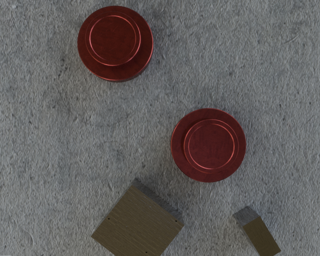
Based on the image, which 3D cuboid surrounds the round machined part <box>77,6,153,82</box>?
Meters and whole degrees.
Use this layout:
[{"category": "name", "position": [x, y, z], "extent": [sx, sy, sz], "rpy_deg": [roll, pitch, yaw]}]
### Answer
[{"category": "round machined part", "position": [-0.058, -0.110, 0.401], "extent": [0.099, 0.042, 0.097], "rpy_deg": [0, 90, -1]}]

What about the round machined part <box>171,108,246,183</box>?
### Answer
[{"category": "round machined part", "position": [0.064, 0.023, 0.402], "extent": [0.099, 0.042, 0.097], "rpy_deg": [0, 90, -1]}]

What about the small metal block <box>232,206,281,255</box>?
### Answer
[{"category": "small metal block", "position": [0.123, 0.134, 0.399], "extent": [0.025, 0.050, 0.050], "rpy_deg": [-31, 90, 0]}]

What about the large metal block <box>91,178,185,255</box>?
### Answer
[{"category": "large metal block", "position": [-0.027, 0.124, 0.397], "extent": [0.080, 0.050, 0.080], "rpy_deg": [38, 90, -1]}]
